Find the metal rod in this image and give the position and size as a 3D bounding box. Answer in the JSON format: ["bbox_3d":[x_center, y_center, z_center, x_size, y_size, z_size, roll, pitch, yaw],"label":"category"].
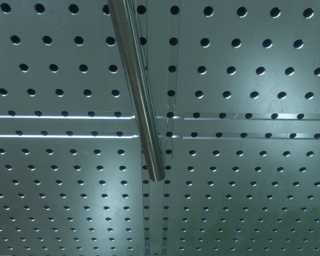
[{"bbox_3d":[-0.024,-0.041,0.376,0.025,0.025,0.299,-6,130,5],"label":"metal rod"}]
